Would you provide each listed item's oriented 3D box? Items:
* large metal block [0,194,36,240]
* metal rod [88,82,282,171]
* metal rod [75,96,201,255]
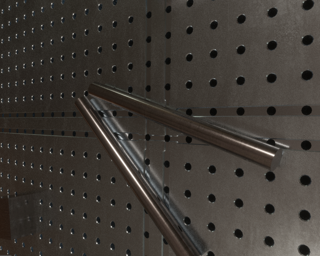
[{"bbox_3d":[-0.303,0.181,0.639,0.080,0.050,0.080,-11,83,39],"label":"large metal block"},{"bbox_3d":[0.007,-0.015,0.401,0.300,0.025,0.025,23,104,37],"label":"metal rod"},{"bbox_3d":[-0.045,0.059,0.444,0.300,0.025,0.025,50,119,28],"label":"metal rod"}]
